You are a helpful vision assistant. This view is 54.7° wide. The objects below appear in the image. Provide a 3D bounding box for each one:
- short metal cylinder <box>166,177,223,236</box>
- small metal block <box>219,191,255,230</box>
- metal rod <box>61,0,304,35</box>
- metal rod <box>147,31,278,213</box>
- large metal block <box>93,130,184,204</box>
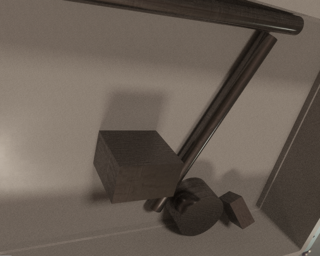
[{"bbox_3d":[0.055,0.128,0.504,0.081,0.050,0.079,-14,125,-21],"label":"short metal cylinder"},{"bbox_3d":[0.134,0.143,0.544,0.025,0.050,0.050,-28,95,-11],"label":"small metal block"},{"bbox_3d":[0.045,-0.133,0.346,0.303,0.025,0.025,-1,119,-26],"label":"metal rod"},{"bbox_3d":[0.069,0.000,0.447,0.025,0.025,0.299,22,106,-37],"label":"metal rod"},{"bbox_3d":[-0.030,0.044,0.385,0.081,0.080,0.050,0,118,-29],"label":"large metal block"}]
